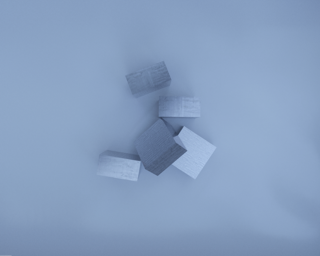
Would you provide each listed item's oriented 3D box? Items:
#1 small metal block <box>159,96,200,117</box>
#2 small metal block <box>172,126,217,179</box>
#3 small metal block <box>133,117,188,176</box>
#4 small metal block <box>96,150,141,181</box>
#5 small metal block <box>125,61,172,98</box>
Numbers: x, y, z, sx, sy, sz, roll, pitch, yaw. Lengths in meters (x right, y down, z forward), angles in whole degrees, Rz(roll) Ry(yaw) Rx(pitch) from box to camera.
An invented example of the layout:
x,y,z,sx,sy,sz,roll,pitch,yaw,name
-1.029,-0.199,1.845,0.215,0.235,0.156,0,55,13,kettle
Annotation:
x,y,z,sx,sy,sz,roll,pitch,yaw,name
0.024,-0.026,0.399,0.050,0.050,0.025,1,90,0,small metal block
0.038,0.032,0.412,0.050,0.025,0.050,34,90,0,small metal block
-0.001,0.023,0.392,0.050,0.050,0.025,-42,134,12,small metal block
-0.050,0.047,0.398,0.050,0.050,0.025,10,92,0,small metal block
-0.014,-0.061,0.399,0.050,0.050,0.025,-21,90,0,small metal block
